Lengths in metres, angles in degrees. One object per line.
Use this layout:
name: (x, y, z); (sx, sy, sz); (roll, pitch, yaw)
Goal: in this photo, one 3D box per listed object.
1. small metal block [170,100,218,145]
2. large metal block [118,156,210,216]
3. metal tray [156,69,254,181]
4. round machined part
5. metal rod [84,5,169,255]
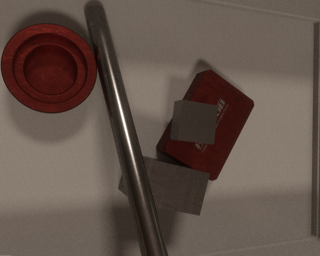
small metal block: (0.044, -0.007, 0.395); (0.050, 0.025, 0.050); (8, 88, -20)
large metal block: (0.002, 0.066, 0.383); (0.081, 0.080, 0.050); (16, 85, -20)
metal tray: (0.065, -0.004, 0.433); (0.090, 0.030, 0.130); (33, 79, -18)
round machined part: (-0.125, -0.065, 0.356); (0.099, 0.042, 0.097); (0, 90, -20)
metal rod: (-0.042, -0.006, 0.339); (0.025, 0.025, 0.299); (-9, 72, -20)
